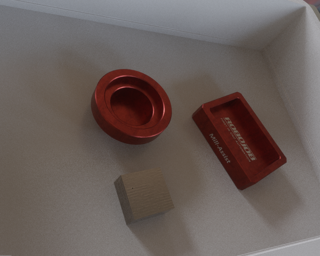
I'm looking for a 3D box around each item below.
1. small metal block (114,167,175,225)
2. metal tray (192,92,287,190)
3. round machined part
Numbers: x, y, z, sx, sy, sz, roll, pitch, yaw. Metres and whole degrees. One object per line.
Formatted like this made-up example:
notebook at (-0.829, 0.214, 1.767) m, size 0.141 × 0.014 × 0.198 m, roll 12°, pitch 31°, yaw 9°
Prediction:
small metal block at (-0.018, 0.076, 0.351) m, size 0.050 × 0.025 × 0.050 m, roll -7°, pitch 66°, yaw -32°
metal tray at (0.118, 0.015, 0.458) m, size 0.091 × 0.030 × 0.130 m, roll -21°, pitch 73°, yaw -36°
round machined part at (-0.038, -0.023, 0.389) m, size 0.099 × 0.042 × 0.098 m, roll 14°, pitch 56°, yaw -21°
